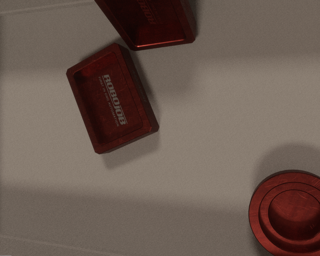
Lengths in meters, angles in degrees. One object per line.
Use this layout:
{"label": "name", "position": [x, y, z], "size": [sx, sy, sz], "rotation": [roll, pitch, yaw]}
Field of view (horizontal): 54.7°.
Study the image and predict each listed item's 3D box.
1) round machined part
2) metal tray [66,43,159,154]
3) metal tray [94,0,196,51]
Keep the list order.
{"label": "round machined part", "position": [0.152, 0.095, 0.348], "size": [0.098, 0.042, 0.097], "rotation": [0, 90, 19]}
{"label": "metal tray", "position": [-0.067, -0.039, 0.430], "size": [0.090, 0.030, 0.129], "rotation": [-24, 82, 18]}
{"label": "metal tray", "position": [-0.017, -0.143, 0.358], "size": [0.090, 0.130, 0.030], "rotation": [-3, 69, 20]}
